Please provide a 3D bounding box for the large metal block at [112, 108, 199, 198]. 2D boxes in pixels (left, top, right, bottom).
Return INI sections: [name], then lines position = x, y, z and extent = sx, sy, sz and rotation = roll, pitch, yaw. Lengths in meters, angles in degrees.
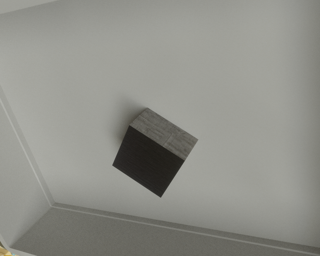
[large metal block]
position = -0.008, 0.033, 0.418
extent = 0.080, 0.050, 0.080
rotation = 33, 129, 7
